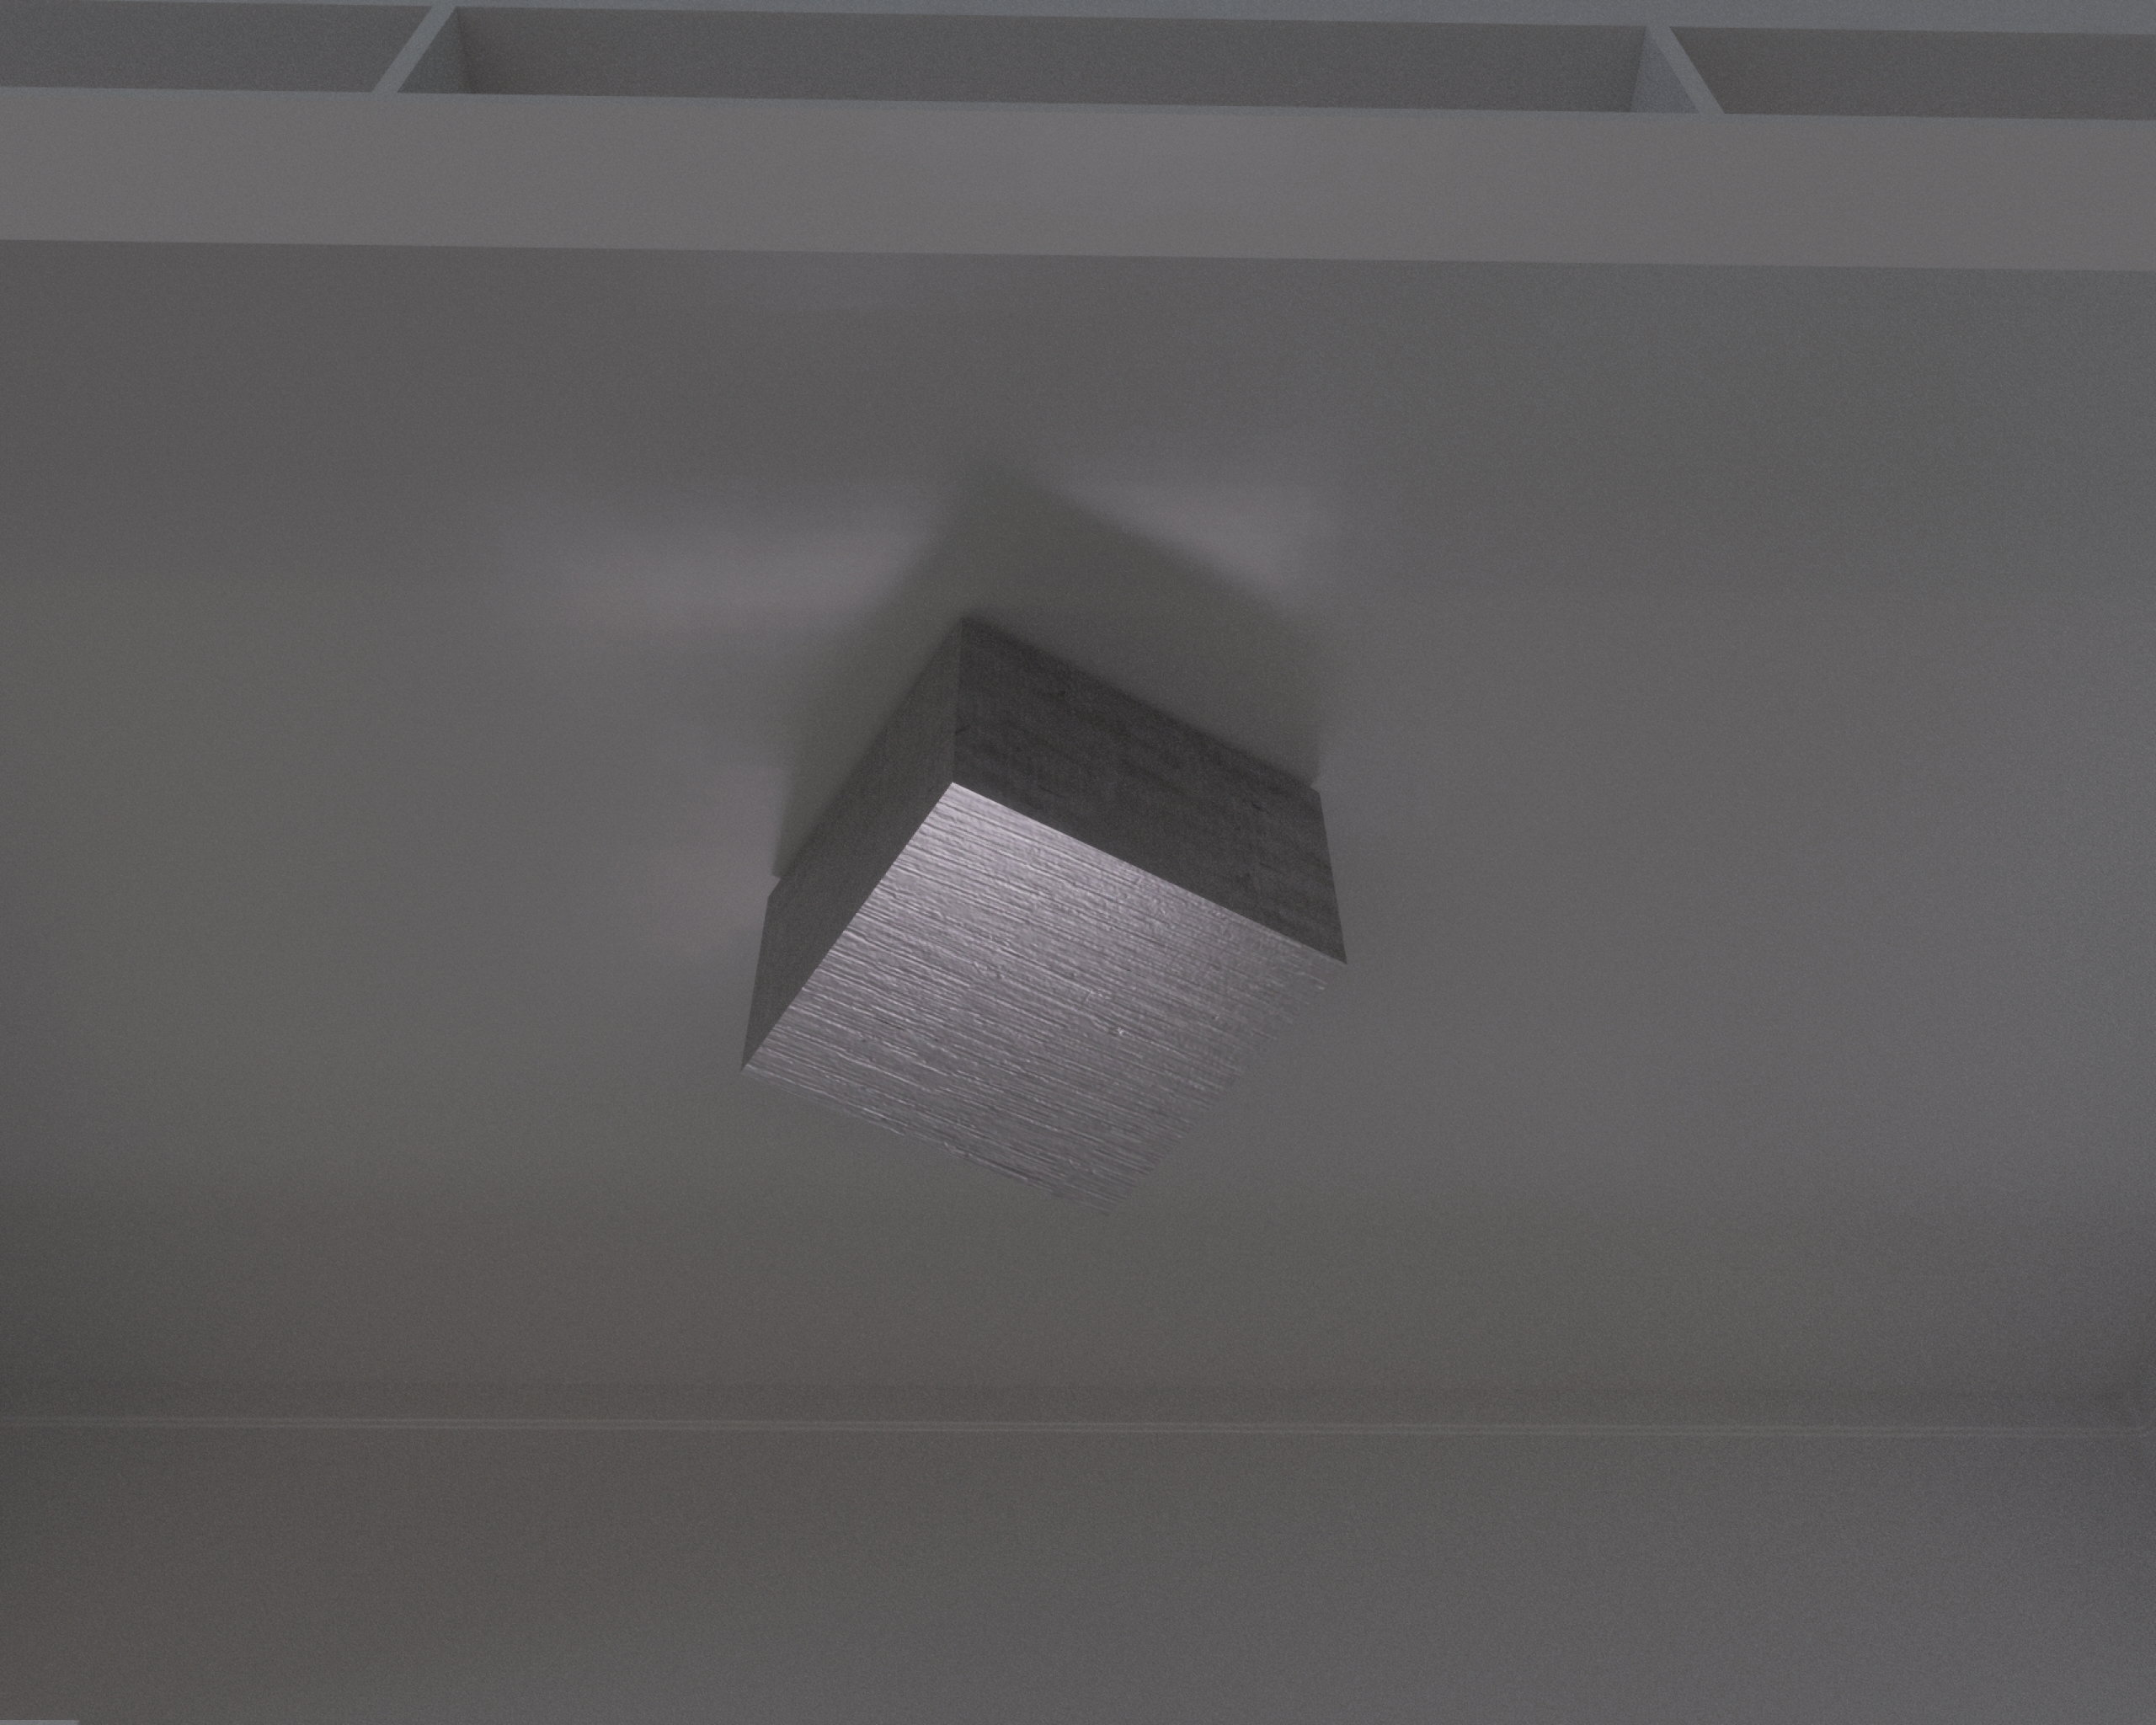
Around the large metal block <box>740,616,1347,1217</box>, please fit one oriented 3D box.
[{"bbox_3d":[-0.008,0.013,0.399,0.080,0.050,0.080,25,125,-20],"label":"large metal block"}]
